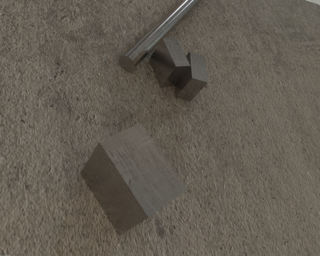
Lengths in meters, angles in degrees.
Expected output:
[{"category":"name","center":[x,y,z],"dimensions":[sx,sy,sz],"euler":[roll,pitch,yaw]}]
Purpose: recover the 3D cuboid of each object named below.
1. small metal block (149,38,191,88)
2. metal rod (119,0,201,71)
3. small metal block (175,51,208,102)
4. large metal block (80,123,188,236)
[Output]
[{"category":"small metal block","center":[0.013,-0.095,0.452],"dimensions":[0.025,0.050,0.050],"euler":[-10,67,-33]},{"category":"metal rod","center":[0.021,-0.186,0.528],"dimensions":[0.025,0.025,0.301],"euler":[38,51,-3]},{"category":"small metal block","center":[0.044,-0.075,0.458],"dimensions":[0.025,0.050,0.050],"euler":[13,57,-22]},{"category":"large metal block","center":[-0.031,0.054,0.319],"dimensions":[0.050,0.080,0.080],"euler":[-27,77,-37]}]
